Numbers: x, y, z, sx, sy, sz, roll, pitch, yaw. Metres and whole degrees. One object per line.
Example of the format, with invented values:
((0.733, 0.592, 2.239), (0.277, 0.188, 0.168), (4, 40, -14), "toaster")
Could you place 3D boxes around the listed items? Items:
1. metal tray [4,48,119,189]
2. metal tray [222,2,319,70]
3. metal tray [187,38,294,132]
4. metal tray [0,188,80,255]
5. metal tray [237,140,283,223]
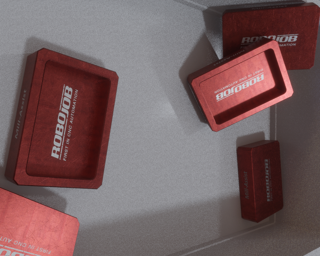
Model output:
((-0.097, -0.005, 0.321), (0.091, 0.030, 0.129), (13, 82, -39), "metal tray")
((0.161, -0.133, 0.462), (0.030, 0.131, 0.089), (-69, 155, -59), "metal tray")
((0.117, -0.062, 0.451), (0.130, 0.030, 0.090), (-26, 112, 4), "metal tray")
((-0.135, 0.103, 0.260), (0.130, 0.030, 0.090), (40, 42, -40), "metal tray")
((0.181, 0.092, 0.555), (0.091, 0.030, 0.129), (-9, 96, -40), "metal tray")
